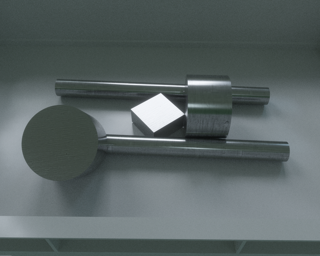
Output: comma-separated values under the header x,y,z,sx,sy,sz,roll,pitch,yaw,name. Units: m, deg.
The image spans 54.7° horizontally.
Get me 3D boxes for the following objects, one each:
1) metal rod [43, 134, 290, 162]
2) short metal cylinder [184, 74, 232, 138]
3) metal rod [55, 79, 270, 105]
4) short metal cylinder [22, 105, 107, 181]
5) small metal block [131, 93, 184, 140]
x,y,z,sx,sy,sz,roll,pitch,yaw,name
0.004,0.023,0.383,0.302,0.025,0.025,2,50,1,metal rod
0.057,-0.027,0.391,0.050,0.080,0.080,1,50,1,short metal cylinder
0.003,-0.052,0.446,0.302,0.025,0.025,3,50,1,metal rod
-0.104,0.018,0.348,0.081,0.050,0.080,0,84,1,short metal cylinder
-0.003,-0.013,0.414,0.050,0.025,0.050,-31,57,-24,small metal block
